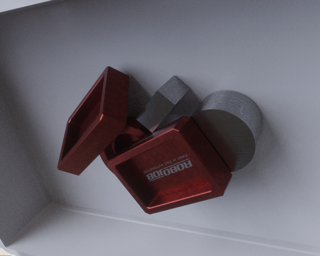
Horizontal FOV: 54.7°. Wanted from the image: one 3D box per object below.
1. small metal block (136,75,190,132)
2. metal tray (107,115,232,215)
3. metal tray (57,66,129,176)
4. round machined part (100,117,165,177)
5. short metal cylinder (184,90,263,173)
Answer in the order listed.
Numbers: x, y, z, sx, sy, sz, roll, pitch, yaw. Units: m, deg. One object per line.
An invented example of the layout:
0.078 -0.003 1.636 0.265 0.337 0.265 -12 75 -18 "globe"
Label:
0.004 -0.029 0.368 0.025 0.050 0.050 40 127 1 "small metal block"
0.007 0.050 0.368 0.130 0.030 0.090 -28 103 41 "metal tray"
-0.088 -0.007 0.403 0.030 0.090 0.129 24 134 -28 "metal tray"
-0.034 0.027 0.430 0.098 0.042 0.097 13 124 20 "round machined part"
0.072 0.004 0.353 0.080 0.050 0.079 13 124 20 "short metal cylinder"
